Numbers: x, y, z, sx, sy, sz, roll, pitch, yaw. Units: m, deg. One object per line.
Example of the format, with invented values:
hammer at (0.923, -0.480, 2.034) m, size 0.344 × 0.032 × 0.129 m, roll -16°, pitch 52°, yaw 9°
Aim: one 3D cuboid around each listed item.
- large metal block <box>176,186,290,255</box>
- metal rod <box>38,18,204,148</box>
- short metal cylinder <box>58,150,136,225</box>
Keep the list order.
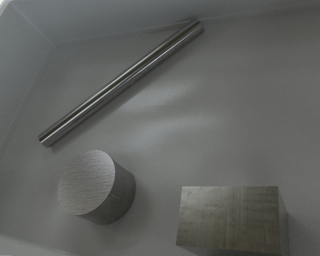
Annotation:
large metal block at (0.069, 0.089, 0.279) m, size 0.080 × 0.080 × 0.050 m, roll -5°, pitch 60°, yaw 25°
metal rod at (-0.061, -0.068, 0.477) m, size 0.300 × 0.025 × 0.025 m, roll -36°, pitch 51°, yaw 3°
short metal cylinder at (-0.077, 0.074, 0.383) m, size 0.080 × 0.050 × 0.080 m, roll -13°, pitch 56°, yaw 20°
